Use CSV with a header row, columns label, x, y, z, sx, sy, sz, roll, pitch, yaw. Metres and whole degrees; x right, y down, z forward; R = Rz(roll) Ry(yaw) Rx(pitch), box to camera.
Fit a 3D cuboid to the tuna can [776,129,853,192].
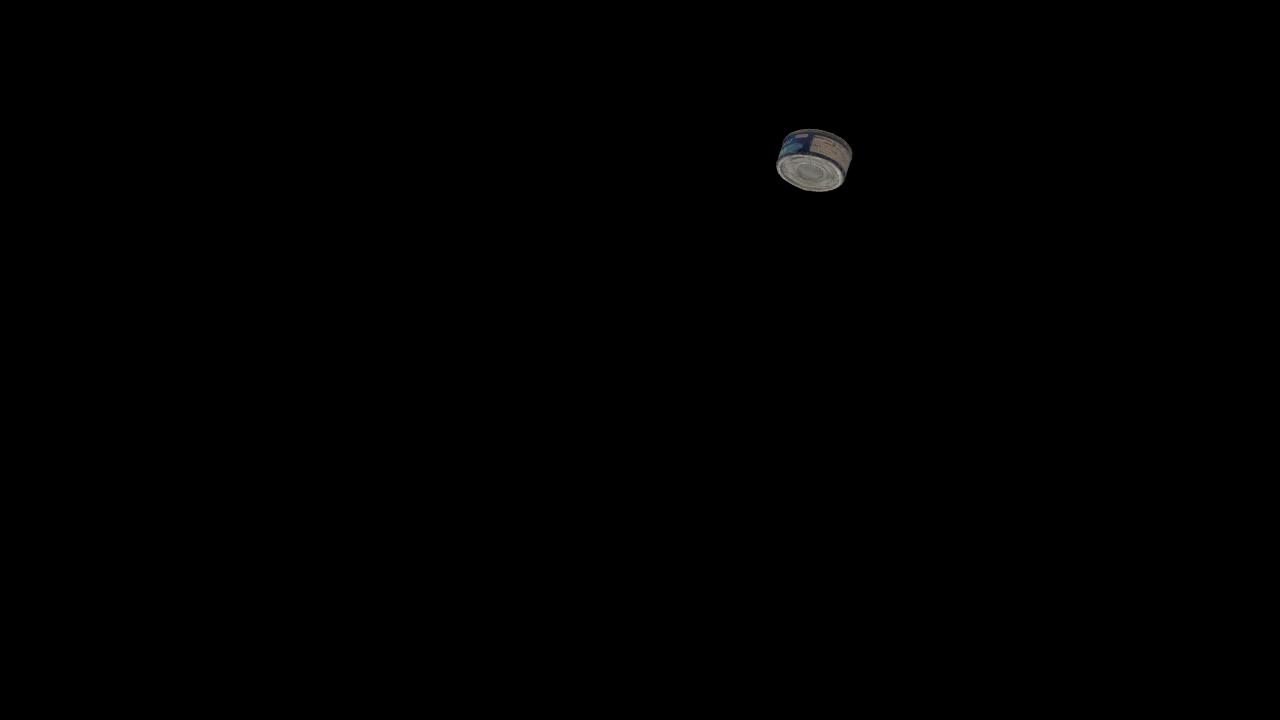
label,x,y,z,sx,sy,sz,roll,pitch,yaw
tuna can,0.206,-0.236,0.733,0.084,0.034,0.084,19,-9,3
